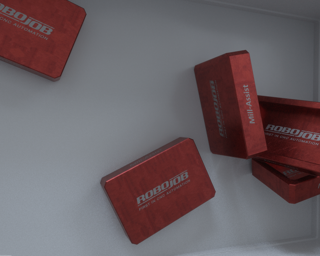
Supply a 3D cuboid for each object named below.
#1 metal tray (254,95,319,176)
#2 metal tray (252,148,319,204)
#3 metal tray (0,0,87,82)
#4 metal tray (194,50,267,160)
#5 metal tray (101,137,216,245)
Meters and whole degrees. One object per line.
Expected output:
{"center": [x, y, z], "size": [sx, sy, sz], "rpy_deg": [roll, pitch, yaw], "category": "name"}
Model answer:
{"center": [0.178, 0.008, 0.422], "size": [0.030, 0.130, 0.090], "rpy_deg": [30, 79, -45], "category": "metal tray"}
{"center": [0.213, 0.055, 0.448], "size": [0.131, 0.090, 0.030], "rpy_deg": [-15, 113, -15], "category": "metal tray"}
{"center": [-0.161, -0.119, 0.348], "size": [0.131, 0.030, 0.090], "rpy_deg": [22, 83, -19], "category": "metal tray"}
{"center": [0.090, -0.028, 0.410], "size": [0.030, 0.090, 0.129], "rpy_deg": [-14, 95, -20], "category": "metal tray"}
{"center": [0.000, 0.079, 0.409], "size": [0.131, 0.030, 0.090], "rpy_deg": [-27, 99, -18], "category": "metal tray"}
